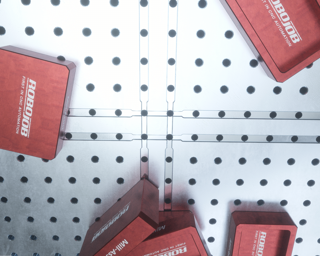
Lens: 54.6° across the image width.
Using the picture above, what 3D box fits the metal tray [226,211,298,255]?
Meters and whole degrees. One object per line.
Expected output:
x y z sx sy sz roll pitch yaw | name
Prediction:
0.153 0.194 0.483 0.090 0.030 0.129 2 110 -1 | metal tray

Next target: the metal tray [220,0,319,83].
0.142 -0.130 0.363 0.090 0.030 0.130 -35 107 12 | metal tray

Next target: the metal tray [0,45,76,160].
-0.167 -0.030 0.398 0.090 0.030 0.129 14 109 -5 | metal tray

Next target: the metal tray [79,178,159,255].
-0.057 0.139 0.429 0.030 0.090 0.130 43 105 -14 | metal tray

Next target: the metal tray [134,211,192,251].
0.006 0.193 0.481 0.090 0.030 0.129 -1 110 0 | metal tray

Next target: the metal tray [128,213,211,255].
0.002 0.184 0.445 0.130 0.030 0.090 -20 109 7 | metal tray
